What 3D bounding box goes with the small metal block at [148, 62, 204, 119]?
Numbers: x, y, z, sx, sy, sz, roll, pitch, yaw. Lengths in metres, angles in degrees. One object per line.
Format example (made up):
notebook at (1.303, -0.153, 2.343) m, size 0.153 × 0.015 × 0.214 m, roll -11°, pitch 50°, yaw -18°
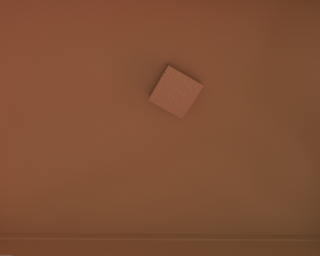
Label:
small metal block at (0.019, -0.047, 0.394) m, size 0.050 × 0.025 × 0.050 m, roll 28°, pitch 107°, yaw -11°
